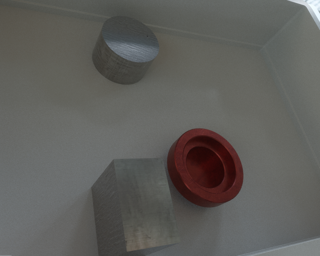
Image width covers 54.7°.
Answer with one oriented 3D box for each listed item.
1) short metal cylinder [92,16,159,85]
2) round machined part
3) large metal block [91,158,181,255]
[{"bbox_3d":[-0.048,-0.107,0.431,0.081,0.050,0.080,14,56,-21],"label":"short metal cylinder"},{"bbox_3d":[0.053,0.053,0.393,0.099,0.042,0.098,14,56,-21],"label":"round machined part"},{"bbox_3d":[-0.029,0.082,0.306,0.050,0.080,0.080,2,61,-28],"label":"large metal block"}]
